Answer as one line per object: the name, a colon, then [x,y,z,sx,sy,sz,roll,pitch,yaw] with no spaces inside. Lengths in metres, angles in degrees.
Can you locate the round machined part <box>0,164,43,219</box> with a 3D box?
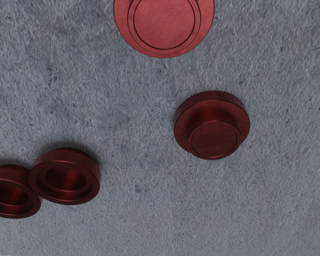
round machined part: [-0.227,0.093,0.473,0.099,0.042,0.097,0,130,0]

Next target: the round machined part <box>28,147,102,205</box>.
round machined part: [-0.135,0.066,0.451,0.099,0.042,0.097,0,130,0]

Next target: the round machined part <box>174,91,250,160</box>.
round machined part: [0.067,0.004,0.400,0.099,0.042,0.097,0,130,0]

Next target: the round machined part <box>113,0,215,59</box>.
round machined part: [0.004,-0.111,0.301,0.099,0.042,0.097,0,130,0]
